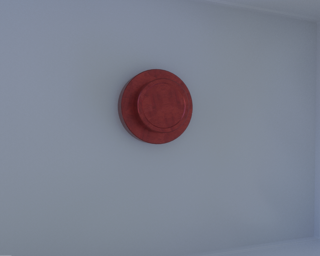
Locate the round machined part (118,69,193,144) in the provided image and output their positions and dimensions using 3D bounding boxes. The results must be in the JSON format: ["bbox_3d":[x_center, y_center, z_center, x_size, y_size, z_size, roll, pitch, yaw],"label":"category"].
[{"bbox_3d":[-0.001,-0.028,0.401,0.099,0.042,0.097,0,90,-20],"label":"round machined part"}]
